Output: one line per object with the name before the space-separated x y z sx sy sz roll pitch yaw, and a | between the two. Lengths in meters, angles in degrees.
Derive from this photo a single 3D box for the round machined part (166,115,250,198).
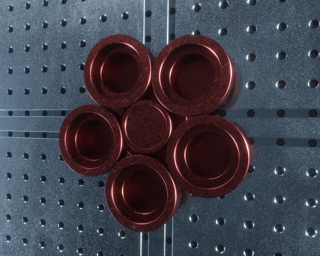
round machined part | 0.061 0.033 0.382 0.098 0.042 0.097 0 90 20

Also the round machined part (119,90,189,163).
round machined part | -0.011 -0.001 0.407 0.098 0.042 0.097 0 90 20

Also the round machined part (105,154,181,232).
round machined part | -0.019 0.083 0.410 0.098 0.042 0.097 0 90 20

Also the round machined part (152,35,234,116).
round machined part | 0.043 -0.063 0.388 0.098 0.042 0.097 0 90 20

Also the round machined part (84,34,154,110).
round machined part | -0.050 -0.073 0.421 0.098 0.042 0.097 0 90 20

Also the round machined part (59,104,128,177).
round machined part | -0.088 0.016 0.435 0.098 0.042 0.097 0 90 20
